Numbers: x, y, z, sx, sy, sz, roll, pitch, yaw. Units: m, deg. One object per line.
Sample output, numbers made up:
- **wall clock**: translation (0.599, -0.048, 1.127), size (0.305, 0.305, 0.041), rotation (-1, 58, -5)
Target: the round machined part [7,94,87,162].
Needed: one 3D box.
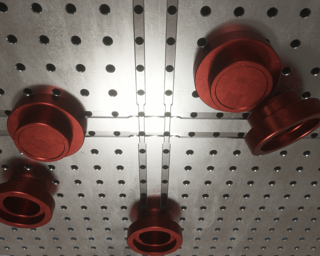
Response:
- **round machined part**: translation (-0.149, 0.007, 0.404), size (0.099, 0.042, 0.097), rotation (-1, 130, 0)

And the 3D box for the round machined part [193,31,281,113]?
- **round machined part**: translation (0.089, -0.056, 0.354), size (0.099, 0.042, 0.097), rotation (-1, 130, 0)

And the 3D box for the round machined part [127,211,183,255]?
- **round machined part**: translation (-0.009, 0.188, 0.561), size (0.099, 0.042, 0.097), rotation (-1, 130, 0)

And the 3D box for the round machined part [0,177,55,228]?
- **round machined part**: translation (-0.218, 0.116, 0.496), size (0.099, 0.042, 0.097), rotation (-1, 130, 0)

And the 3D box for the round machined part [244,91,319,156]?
- **round machined part**: translation (0.147, -0.008, 0.378), size (0.099, 0.042, 0.098), rotation (-20, 156, -9)
